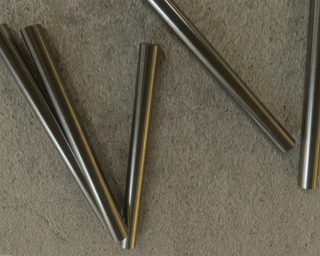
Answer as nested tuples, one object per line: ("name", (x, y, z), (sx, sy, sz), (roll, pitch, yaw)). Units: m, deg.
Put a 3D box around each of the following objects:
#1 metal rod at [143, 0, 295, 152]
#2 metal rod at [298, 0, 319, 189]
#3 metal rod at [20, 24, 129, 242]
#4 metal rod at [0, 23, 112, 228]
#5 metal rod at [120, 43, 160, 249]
("metal rod", (0.068, -0.078, 0.381), (0.025, 0.025, 0.300), (-42, 105, 14))
("metal rod", (0.195, -0.059, 0.389), (0.025, 0.025, 0.298), (-5, 110, 2))
("metal rod", (-0.104, 0.018, 0.403), (0.025, 0.025, 0.298), (-18, 105, 6))
("metal rod", (-0.133, 0.011, 0.412), (0.025, 0.025, 0.299), (-22, 109, 8))
("metal rod", (-0.030, 0.038, 0.423), (0.025, 0.025, 0.298), (7, 110, -3))
